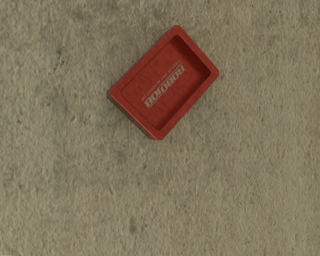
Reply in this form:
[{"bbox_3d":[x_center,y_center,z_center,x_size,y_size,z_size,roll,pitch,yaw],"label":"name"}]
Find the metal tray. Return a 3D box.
[{"bbox_3d":[0.006,-0.059,0.409,0.090,0.030,0.130,45,76,-15],"label":"metal tray"}]
